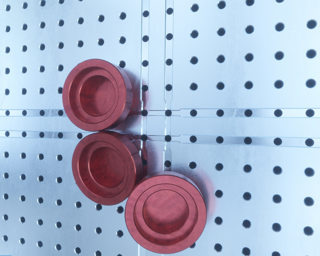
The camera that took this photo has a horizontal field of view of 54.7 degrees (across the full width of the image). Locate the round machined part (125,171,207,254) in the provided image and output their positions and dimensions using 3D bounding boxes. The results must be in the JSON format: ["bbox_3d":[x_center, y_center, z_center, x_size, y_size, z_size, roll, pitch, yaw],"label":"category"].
[{"bbox_3d":[0.007,0.102,0.390,0.099,0.042,0.097,0,94,1],"label":"round machined part"}]

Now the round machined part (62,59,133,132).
[{"bbox_3d":[-0.082,-0.044,0.431,0.098,0.042,0.097,0,90,19],"label":"round machined part"}]

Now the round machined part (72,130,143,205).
[{"bbox_3d":[-0.067,0.051,0.421,0.098,0.042,0.097,3,99,22],"label":"round machined part"}]
